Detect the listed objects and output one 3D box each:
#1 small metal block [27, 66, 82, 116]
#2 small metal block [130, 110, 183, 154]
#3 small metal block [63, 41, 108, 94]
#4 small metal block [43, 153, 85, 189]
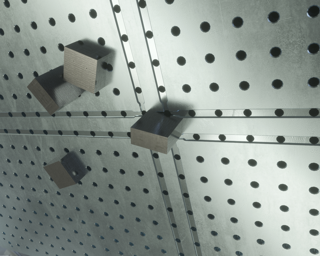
[{"bbox_3d":[-0.149,-0.054,0.441,0.025,0.050,0.050,-30,102,38],"label":"small metal block"},{"bbox_3d":[-0.003,0.004,0.400,0.050,0.050,0.025,15,125,20],"label":"small metal block"},{"bbox_3d":[-0.100,-0.081,0.415,0.050,0.025,0.050,24,127,13],"label":"small metal block"},{"bbox_3d":[-0.170,0.077,0.549,0.050,0.025,0.050,-21,107,36],"label":"small metal block"}]
